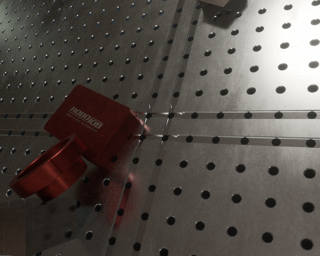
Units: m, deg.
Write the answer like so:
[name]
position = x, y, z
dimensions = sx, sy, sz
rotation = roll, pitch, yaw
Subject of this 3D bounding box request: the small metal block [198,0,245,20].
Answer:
[small metal block]
position = 0.098, -0.201, 0.479
dimensions = 0.050, 0.025, 0.050
rotation = 35, 81, 38

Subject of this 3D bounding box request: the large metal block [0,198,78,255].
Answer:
[large metal block]
position = -0.159, 0.116, 0.375
dimensions = 0.080, 0.080, 0.050
rotation = -6, 84, 25

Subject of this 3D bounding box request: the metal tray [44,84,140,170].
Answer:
[metal tray]
position = -0.104, -0.006, 0.462
dimensions = 0.130, 0.030, 0.090
rotation = 26, 75, 36

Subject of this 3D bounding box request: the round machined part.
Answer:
[round machined part]
position = -0.130, 0.053, 0.384
dimensions = 0.098, 0.042, 0.098
rotation = -33, 15, 10
